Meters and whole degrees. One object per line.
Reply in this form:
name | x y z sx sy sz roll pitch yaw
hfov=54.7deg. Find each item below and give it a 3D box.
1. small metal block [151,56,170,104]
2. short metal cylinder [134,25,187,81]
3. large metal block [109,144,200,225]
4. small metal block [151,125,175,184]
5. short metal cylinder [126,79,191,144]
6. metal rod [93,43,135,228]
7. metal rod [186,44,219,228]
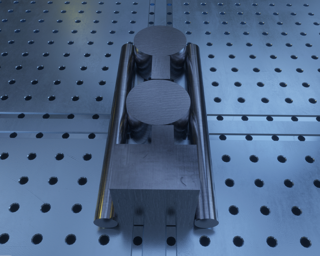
small metal block | 0.001 -0.069 0.447 0.025 0.050 0.050 1 50 1
short metal cylinder | 0.000 -0.118 0.490 0.080 0.050 0.080 0 50 0
large metal block | -0.004 0.061 0.321 0.080 0.080 0.050 1 50 0
small metal block | 0.003 0.032 0.364 0.025 0.050 0.050 0 50 0
short metal cylinder | -0.002 -0.018 0.406 0.080 0.050 0.080 0 50 0
metal rod | -0.054 -0.016 0.419 0.025 0.025 0.300 1 50 1
metal rod | 0.051 -0.015 0.419 0.025 0.025 0.300 1 50 1
